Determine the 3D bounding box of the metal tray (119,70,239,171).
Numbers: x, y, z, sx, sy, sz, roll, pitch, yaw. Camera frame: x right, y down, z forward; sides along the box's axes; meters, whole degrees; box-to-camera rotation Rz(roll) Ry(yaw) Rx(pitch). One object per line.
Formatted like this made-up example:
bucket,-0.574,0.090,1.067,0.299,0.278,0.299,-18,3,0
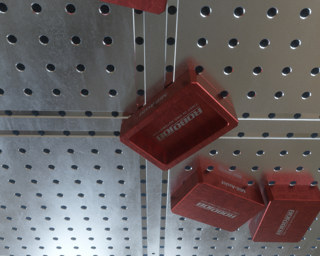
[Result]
metal tray,0.023,-0.004,0.404,0.130,0.030,0.090,-36,122,26

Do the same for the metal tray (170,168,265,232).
metal tray,0.094,0.123,0.515,0.131,0.030,0.089,23,126,-19

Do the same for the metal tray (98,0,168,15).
metal tray,-0.051,-0.153,0.252,0.131,0.030,0.089,13,143,-1

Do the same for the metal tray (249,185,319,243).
metal tray,0.217,0.153,0.543,0.091,0.030,0.129,2,130,-2
